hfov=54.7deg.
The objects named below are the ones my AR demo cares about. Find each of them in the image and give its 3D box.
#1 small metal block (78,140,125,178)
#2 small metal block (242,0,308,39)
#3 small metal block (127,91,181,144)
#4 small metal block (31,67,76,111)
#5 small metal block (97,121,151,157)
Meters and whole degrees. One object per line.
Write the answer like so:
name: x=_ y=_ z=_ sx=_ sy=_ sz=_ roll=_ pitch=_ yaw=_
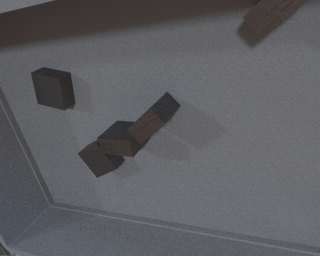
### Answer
small metal block: x=-0.092 y=0.045 z=0.485 sx=0.050 sy=0.025 sz=0.050 roll=-27 pitch=104 yaw=37
small metal block: x=0.104 y=-0.110 z=0.270 sx=0.025 sy=0.050 sz=0.050 roll=47 pitch=129 yaw=-5
small metal block: x=-0.007 y=-0.013 z=0.388 sx=0.025 sy=0.050 sz=0.050 roll=46 pitch=129 yaw=-4
small metal block: x=-0.156 y=-0.058 z=0.455 sx=0.050 sy=0.025 sz=0.050 roll=14 pitch=124 yaw=20
small metal block: x=-0.049 y=0.014 z=0.427 sx=0.050 sy=0.050 sz=0.025 roll=4 pitch=120 yaw=26
